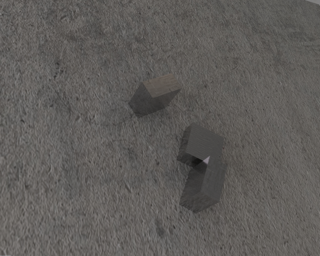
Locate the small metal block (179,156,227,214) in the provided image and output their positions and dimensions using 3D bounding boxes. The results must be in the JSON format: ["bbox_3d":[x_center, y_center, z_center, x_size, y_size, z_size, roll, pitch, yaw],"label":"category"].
[{"bbox_3d":[0.052,0.069,0.373,0.025,0.050,0.050,30,52,-9],"label":"small metal block"}]

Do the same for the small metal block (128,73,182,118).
[{"bbox_3d":[-0.007,-0.043,0.410,0.050,0.050,0.025,-23,75,-36],"label":"small metal block"}]

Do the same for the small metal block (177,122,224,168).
[{"bbox_3d":[0.055,0.028,0.416,0.050,0.025,0.050,26,52,-12],"label":"small metal block"}]
